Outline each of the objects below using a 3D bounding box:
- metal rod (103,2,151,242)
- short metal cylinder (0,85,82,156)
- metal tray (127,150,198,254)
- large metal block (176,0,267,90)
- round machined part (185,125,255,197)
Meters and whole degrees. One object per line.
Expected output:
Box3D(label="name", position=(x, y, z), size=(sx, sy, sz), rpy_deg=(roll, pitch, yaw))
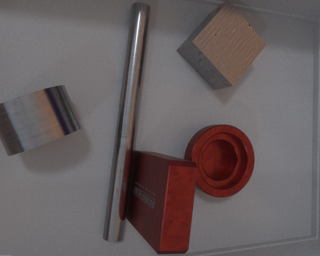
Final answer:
Box3D(label="metal rod", position=(-0.042, -0.009, 0.395), size=(0.025, 0.025, 0.298), rpy_deg=(8, 87, -20))
Box3D(label="short metal cylinder", position=(-0.132, -0.009, 0.333), size=(0.081, 0.080, 0.050), rpy_deg=(-23, 98, -19))
Box3D(label="metal tray", position=(-0.004, 0.076, 0.354), size=(0.030, 0.130, 0.089), rpy_deg=(8, 88, -20))
Box3D(label="large metal block", position=(0.085, -0.112, 0.430), size=(0.080, 0.050, 0.080), rpy_deg=(44, 76, -15))
Box3D(label="round machined part", position=(0.078, 0.044, 0.432), size=(0.099, 0.042, 0.097), rpy_deg=(0, 90, -21))
